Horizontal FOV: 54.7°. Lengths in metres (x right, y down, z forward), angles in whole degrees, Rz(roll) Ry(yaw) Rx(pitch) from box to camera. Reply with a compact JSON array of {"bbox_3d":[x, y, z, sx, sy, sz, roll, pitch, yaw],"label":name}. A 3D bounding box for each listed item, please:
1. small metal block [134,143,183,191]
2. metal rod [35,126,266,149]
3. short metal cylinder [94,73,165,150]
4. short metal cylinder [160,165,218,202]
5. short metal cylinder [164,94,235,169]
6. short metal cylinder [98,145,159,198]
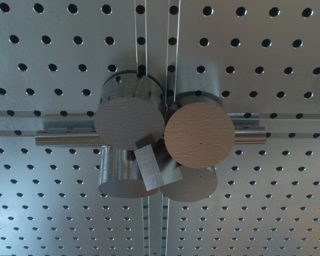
[{"bbox_3d":[-0.001,0.046,0.383,0.025,0.050,0.050,-25,168,26],"label":"small metal block"},{"bbox_3d":[-0.012,0.012,0.417,0.302,0.025,0.025,-1,130,0],"label":"metal rod"},{"bbox_3d":[-0.035,-0.019,0.374,0.081,0.050,0.079,0,130,0],"label":"short metal cylinder"},{"bbox_3d":[0.039,0.062,0.443,0.081,0.050,0.079,0,130,0],"label":"short metal cylinder"},{"bbox_3d":[0.045,0.002,0.376,0.081,0.050,0.079,0,107,0],"label":"short metal cylinder"},{"bbox_3d":[-0.042,0.061,0.426,0.081,0.050,0.080,-1,150,0],"label":"short metal cylinder"}]
